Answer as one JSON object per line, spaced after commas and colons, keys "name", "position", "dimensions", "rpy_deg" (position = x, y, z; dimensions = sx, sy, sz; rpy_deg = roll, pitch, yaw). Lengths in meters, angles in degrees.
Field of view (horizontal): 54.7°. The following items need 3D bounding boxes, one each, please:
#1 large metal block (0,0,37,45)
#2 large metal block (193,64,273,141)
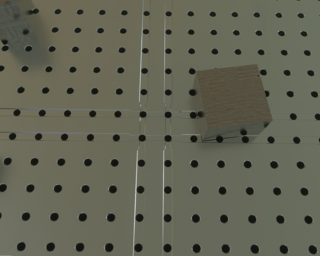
{"name": "large metal block", "position": [-0.223, -0.181, 0.446], "dimensions": [0.050, 0.080, 0.080], "rpy_deg": [-15, 71, -6]}
{"name": "large metal block", "position": [0.092, -0.033, 0.412], "dimensions": [0.081, 0.050, 0.080], "rpy_deg": [-7, 70, -3]}
